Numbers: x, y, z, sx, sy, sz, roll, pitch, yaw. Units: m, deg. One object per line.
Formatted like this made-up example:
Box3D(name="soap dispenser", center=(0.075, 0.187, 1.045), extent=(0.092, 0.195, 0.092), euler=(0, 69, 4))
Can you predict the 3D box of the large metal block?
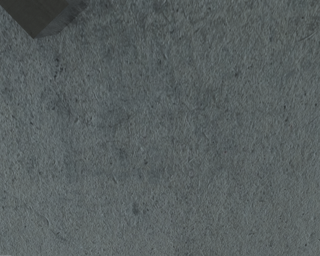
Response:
Box3D(name="large metal block", center=(-0.131, -0.145, 0.326), extent=(0.050, 0.080, 0.080), euler=(-39, 106, 13))
